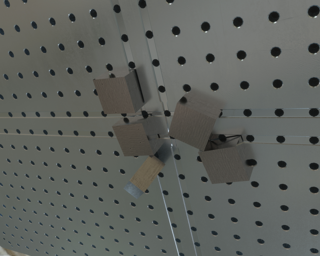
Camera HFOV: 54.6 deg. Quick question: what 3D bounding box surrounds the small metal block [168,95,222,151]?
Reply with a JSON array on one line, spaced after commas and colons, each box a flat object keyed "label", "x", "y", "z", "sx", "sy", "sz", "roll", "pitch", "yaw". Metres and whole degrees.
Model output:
[{"label": "small metal block", "x": 0.043, "y": -0.006, "z": 0.385, "sx": 0.050, "sy": 0.025, "sz": 0.050, "roll": 25, "pitch": 127, "yaw": 13}]

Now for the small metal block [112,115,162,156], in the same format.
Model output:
[{"label": "small metal block", "x": -0.032, "y": 0.011, "z": 0.436, "sx": 0.050, "sy": 0.025, "sz": 0.050, "roll": -5, "pitch": 116, "yaw": 30}]

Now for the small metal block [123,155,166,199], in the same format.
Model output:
[{"label": "small metal block", "x": -0.023, "y": 0.069, "z": 0.440, "sx": 0.025, "sy": 0.050, "sz": 0.050, "roll": 38, "pitch": 153, "yaw": 2}]

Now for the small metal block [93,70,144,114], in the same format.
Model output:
[{"label": "small metal block", "x": -0.054, "y": -0.047, "z": 0.412, "sx": 0.050, "sy": 0.025, "sz": 0.050, "roll": -1, "pitch": 118, "yaw": 28}]

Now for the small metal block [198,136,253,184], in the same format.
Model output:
[{"label": "small metal block", "x": 0.083, "y": 0.041, "z": 0.393, "sx": 0.050, "sy": 0.025, "sz": 0.050, "roll": -13, "pitch": 112, "yaw": 33}]
